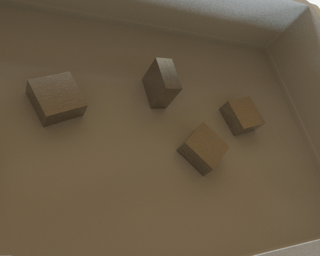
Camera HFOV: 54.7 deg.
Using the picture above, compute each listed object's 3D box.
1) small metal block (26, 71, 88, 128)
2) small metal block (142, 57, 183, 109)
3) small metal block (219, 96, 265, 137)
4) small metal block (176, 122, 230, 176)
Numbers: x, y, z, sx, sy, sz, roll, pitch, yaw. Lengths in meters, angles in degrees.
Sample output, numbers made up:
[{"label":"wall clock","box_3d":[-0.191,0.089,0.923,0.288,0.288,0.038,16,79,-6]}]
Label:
[{"label":"small metal block","box_3d":[-0.121,-0.034,0.362,0.050,0.025,0.050,-21,73,-36]},{"label":"small metal block","box_3d":[0.002,-0.061,0.427,0.025,0.050,0.050,-3,63,-30]},{"label":"small metal block","box_3d":[0.129,-0.019,0.486,0.050,0.025,0.050,-13,69,-34]},{"label":"small metal block","box_3d":[0.059,0.028,0.420,0.050,0.025,0.050,44,51,2]}]
